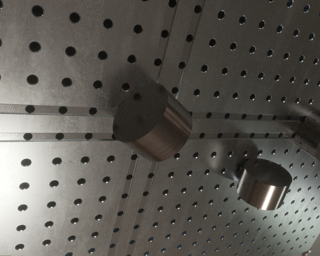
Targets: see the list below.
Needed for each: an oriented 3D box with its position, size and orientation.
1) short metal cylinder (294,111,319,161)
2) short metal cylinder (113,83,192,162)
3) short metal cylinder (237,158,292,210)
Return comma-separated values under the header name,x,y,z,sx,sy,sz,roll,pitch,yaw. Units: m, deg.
name,x,y,z,sx,sy,sz,roll,pitch,yaw
short metal cylinder,0.298,0.015,0.571,0.081,0.050,0.079,-14,125,-21
short metal cylinder,-0.009,-0.006,0.368,0.080,0.080,0.050,-46,130,4
short metal cylinder,0.179,0.096,0.536,0.081,0.080,0.050,-4,121,-27
